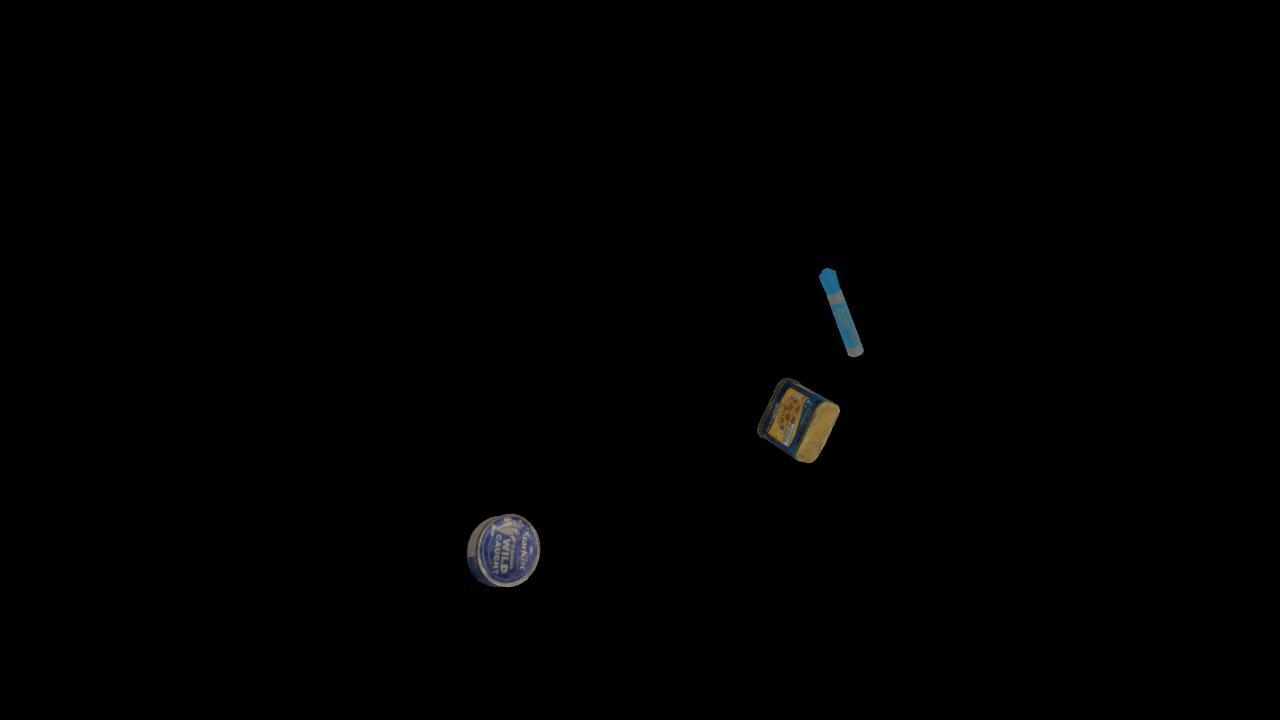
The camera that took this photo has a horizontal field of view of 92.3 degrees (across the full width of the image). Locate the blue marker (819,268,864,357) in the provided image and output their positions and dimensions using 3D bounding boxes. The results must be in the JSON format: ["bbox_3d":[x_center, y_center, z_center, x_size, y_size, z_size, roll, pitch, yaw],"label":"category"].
[{"bbox_3d":[0.230,-0.054,0.703,0.020,0.121,0.020,-23,31,15],"label":"blue marker"}]

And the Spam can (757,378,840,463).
[{"bbox_3d":[0.235,0.090,0.912,0.058,0.101,0.085,16,11,-35],"label":"Spam can"}]

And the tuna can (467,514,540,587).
[{"bbox_3d":[-0.164,0.230,0.742,0.084,0.084,0.034,0,-16,-41],"label":"tuna can"}]
